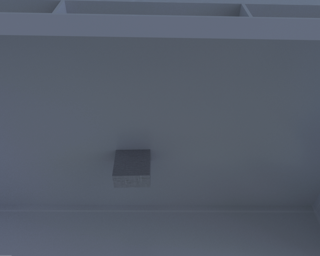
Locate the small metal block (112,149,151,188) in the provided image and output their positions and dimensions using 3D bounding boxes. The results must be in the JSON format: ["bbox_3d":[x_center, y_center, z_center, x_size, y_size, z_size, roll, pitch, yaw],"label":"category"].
[{"bbox_3d":[-0.039,0.057,0.441,0.050,0.050,0.025,-1,130,0],"label":"small metal block"}]
